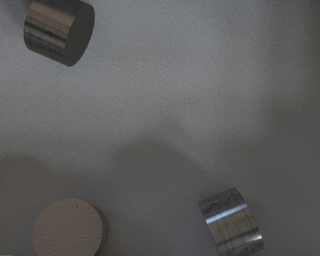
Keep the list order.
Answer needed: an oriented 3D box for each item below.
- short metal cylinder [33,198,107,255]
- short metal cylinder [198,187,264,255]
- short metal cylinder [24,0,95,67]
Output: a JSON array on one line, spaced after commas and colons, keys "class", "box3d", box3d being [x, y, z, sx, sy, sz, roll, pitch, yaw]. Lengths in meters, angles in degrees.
[{"class": "short metal cylinder", "box3d": [-0.109, 0.131, 0.386, 0.081, 0.050, 0.080, 1, 71, -2]}, {"class": "short metal cylinder", "box3d": [0.086, 0.120, 0.384, 0.050, 0.080, 0.080, -23, 90, 0]}, {"class": "short metal cylinder", "box3d": [-0.122, -0.123, 0.383, 0.050, 0.080, 0.080, 24, 90, 0]}]
